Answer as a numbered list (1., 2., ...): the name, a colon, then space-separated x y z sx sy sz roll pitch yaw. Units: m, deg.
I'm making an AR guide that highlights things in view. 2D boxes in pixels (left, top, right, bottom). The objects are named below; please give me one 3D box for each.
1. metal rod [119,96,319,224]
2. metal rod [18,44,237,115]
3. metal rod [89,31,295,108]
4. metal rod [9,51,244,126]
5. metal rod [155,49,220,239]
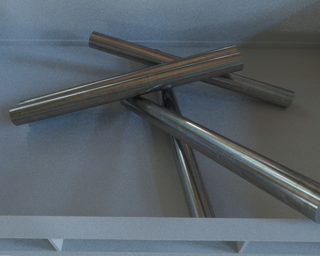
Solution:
1. metal rod: 0.032 0.005 0.324 0.025 0.025 0.300 -28 32 -22
2. metal rod: -0.042 -0.064 0.425 0.302 0.025 0.025 -15 51 0
3. metal rod: 0.042 -0.086 0.451 0.301 0.025 0.025 18 52 4
4. metal rod: -0.042 -0.051 0.402 0.302 0.025 0.025 -14 51 0
5. metal rod: 0.020 -0.005 0.409 0.025 0.025 0.300 -9 51 -7
